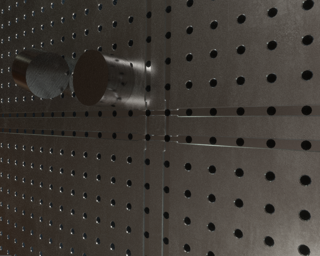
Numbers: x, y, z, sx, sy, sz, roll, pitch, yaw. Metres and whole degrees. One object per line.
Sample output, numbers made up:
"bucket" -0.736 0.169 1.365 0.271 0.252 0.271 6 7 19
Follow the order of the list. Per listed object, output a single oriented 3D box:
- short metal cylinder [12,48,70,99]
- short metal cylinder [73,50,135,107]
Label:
"short metal cylinder" -0.207 -0.096 0.541 0.050 0.081 0.079 22 104 37
"short metal cylinder" -0.084 -0.071 0.460 0.080 0.050 0.079 0 90 39
